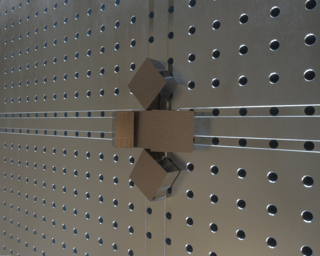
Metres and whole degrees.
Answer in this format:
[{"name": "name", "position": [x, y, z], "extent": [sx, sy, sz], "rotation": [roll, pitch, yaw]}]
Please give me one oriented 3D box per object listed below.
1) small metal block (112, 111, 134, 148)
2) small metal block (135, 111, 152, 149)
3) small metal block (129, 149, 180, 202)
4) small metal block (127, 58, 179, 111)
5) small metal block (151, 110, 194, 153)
[{"name": "small metal block", "position": [-0.053, 0.001, 0.438], "extent": [0.050, 0.025, 0.050], "rotation": [-170, 81, -76]}, {"name": "small metal block", "position": [-0.010, 0.002, 0.418], "extent": [0.050, 0.025, 0.050], "rotation": [2, 90, 40]}, {"name": "small metal block", "position": [-0.009, 0.062, 0.417], "extent": [0.050, 0.025, 0.050], "rotation": [42, 116, 33]}, {"name": "small metal block", "position": [-0.010, -0.058, 0.419], "extent": [0.050, 0.025, 0.050], "rotation": [-51, 59, 27]}, {"name": "small metal block", "position": [0.015, 0.004, 0.380], "extent": [0.050, 0.025, 0.050], "rotation": [2, 92, -1]}]
